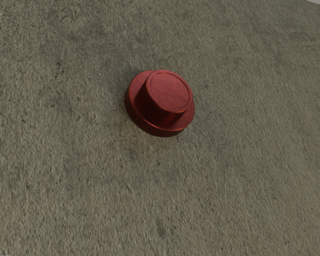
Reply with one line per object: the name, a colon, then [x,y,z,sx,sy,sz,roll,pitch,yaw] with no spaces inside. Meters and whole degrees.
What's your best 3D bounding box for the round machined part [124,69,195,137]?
round machined part: [0.005,-0.040,0.419,0.099,0.042,0.098,13,56,-21]
